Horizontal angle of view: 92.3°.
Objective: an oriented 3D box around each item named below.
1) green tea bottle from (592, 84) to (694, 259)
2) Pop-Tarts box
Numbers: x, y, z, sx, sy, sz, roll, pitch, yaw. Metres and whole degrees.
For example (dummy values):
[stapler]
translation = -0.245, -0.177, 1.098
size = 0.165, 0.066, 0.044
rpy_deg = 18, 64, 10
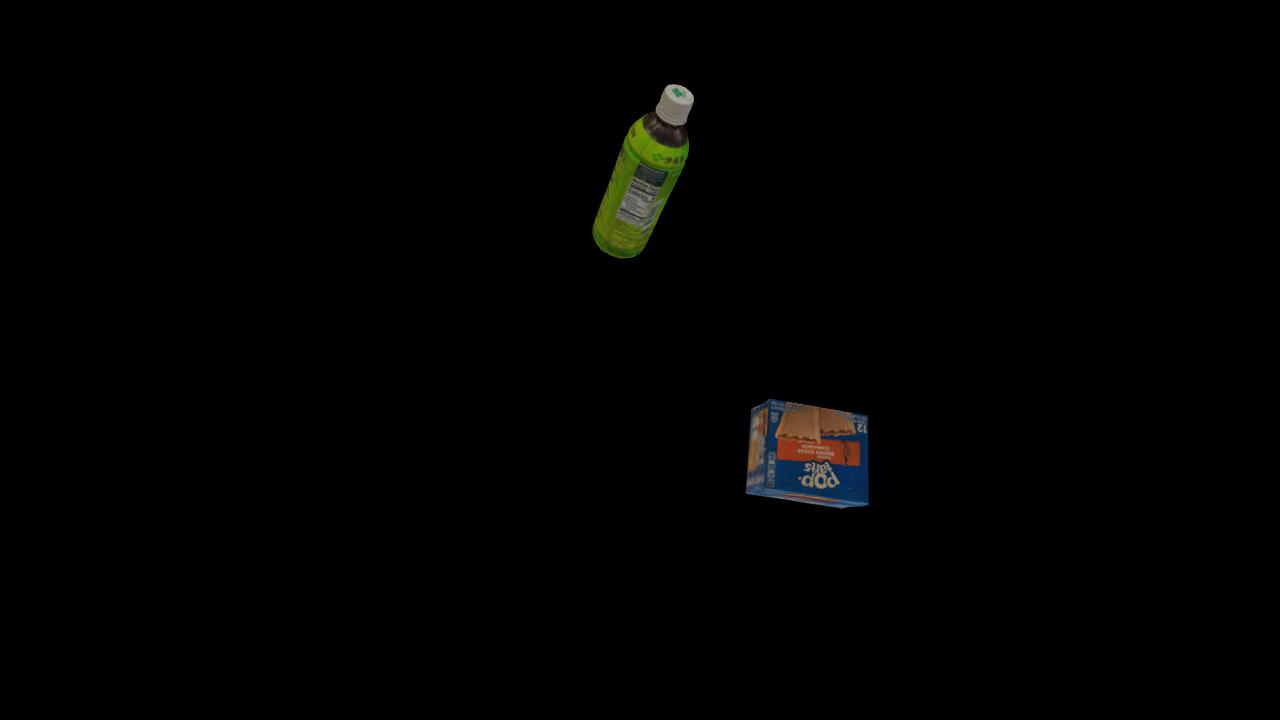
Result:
[green tea bottle]
translation = 0.006, -0.200, 0.671
size = 0.073, 0.073, 0.212
rpy_deg = 0, -29, -23
[Pop-Tarts box]
translation = 0.262, 0.149, 0.965
size = 0.167, 0.141, 0.083
rpy_deg = 10, -19, -8
